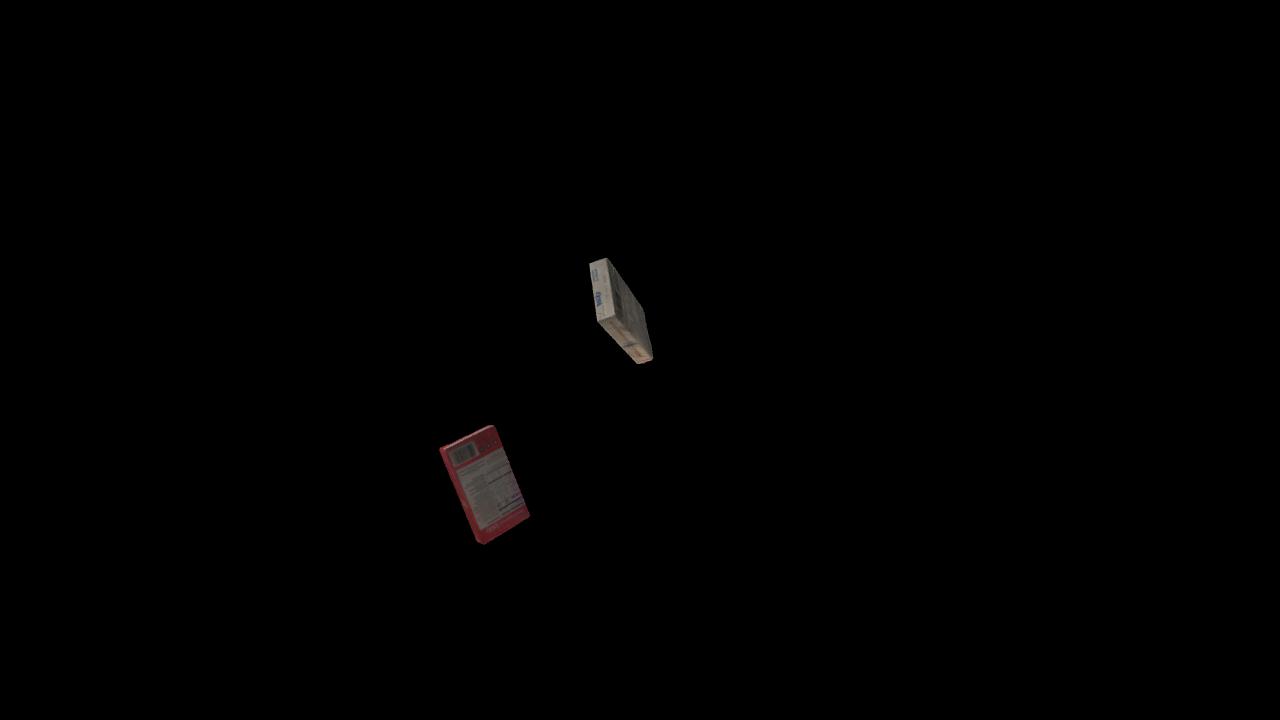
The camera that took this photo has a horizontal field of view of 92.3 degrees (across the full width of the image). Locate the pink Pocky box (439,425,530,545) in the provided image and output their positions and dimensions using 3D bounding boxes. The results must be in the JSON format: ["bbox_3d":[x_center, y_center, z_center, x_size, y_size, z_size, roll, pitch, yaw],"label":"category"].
[{"bbox_3d":[-0.228,0.183,0.908,0.084,0.155,0.029,-27,13,-36],"label":"pink Pocky box"}]

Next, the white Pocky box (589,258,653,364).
[{"bbox_3d":[-0.022,-0.059,0.795,0.028,0.084,0.154,-16,-24,12],"label":"white Pocky box"}]
